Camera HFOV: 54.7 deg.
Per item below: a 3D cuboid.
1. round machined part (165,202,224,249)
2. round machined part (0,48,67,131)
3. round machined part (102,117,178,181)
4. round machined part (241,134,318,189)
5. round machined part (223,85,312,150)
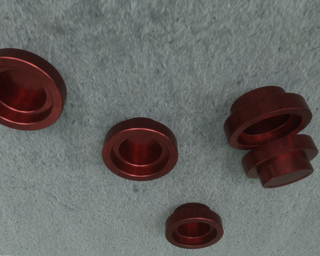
[{"bbox_3d":[0.058,0.167,0.539,0.099,0.042,0.097,-1,130,0],"label":"round machined part"},{"bbox_3d":[-0.156,-0.047,0.354,0.099,0.042,0.097,-1,130,0],"label":"round machined part"},{"bbox_3d":[-0.026,0.024,0.416,0.099,0.042,0.097,-1,130,0],"label":"round machined part"},{"bbox_3d":[0.164,0.050,0.418,0.099,0.042,0.098,-11,152,-6],"label":"round machined part"},{"bbox_3d":[0.124,-0.014,0.371,0.099,0.042,0.098,-10,152,-5],"label":"round machined part"}]
